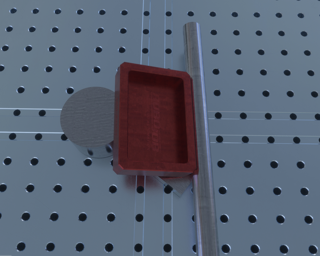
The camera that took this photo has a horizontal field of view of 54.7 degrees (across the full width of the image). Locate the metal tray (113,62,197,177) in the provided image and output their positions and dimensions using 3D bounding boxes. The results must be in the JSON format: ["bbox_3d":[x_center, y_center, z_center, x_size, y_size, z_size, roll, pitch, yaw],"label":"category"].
[{"bbox_3d":[-0.007,-0.010,0.370,0.091,0.030,0.130,6,69,-19],"label":"metal tray"}]

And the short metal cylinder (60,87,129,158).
[{"bbox_3d":[-0.081,-0.006,0.399,0.081,0.050,0.080,0,70,0],"label":"short metal cylinder"}]

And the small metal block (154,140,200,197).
[{"bbox_3d":[0.022,0.051,0.392,0.050,0.025,0.050,37,74,12],"label":"small metal block"}]

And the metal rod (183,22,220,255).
[{"bbox_3d":[0.048,-0.001,0.386,0.025,0.025,0.299,-1,70,-1],"label":"metal rod"}]

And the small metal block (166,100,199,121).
[{"bbox_3d":[0.032,-0.031,0.424,0.050,0.025,0.050,-14,71,-6],"label":"small metal block"}]
